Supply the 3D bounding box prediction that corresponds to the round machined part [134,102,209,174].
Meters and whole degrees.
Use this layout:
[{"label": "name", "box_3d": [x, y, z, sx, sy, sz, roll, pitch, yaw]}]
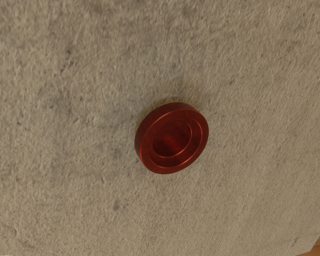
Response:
[{"label": "round machined part", "box_3d": [0.012, 0.010, 0.410, 0.099, 0.042, 0.097, -14, 125, -21]}]
